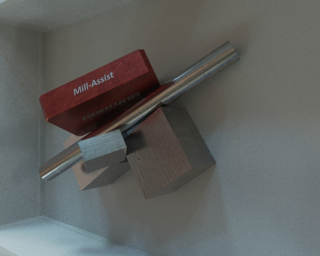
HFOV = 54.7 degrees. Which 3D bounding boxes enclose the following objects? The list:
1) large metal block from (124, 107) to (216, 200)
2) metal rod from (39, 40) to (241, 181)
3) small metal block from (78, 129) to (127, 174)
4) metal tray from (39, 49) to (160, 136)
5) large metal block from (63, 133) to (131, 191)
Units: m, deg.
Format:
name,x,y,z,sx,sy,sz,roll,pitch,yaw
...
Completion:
name,x,y,z,sx,sy,sz,roll,pitch,yaw
large metal block,0.008,0.030,0.381,0.080,0.050,0.080,-41,66,32
metal rod,-0.039,-0.011,0.387,0.300,0.025,0.025,-32,70,19
small metal block,-0.070,0.029,0.381,0.050,0.050,0.025,110,138,-64
metal tray,-0.064,-0.038,0.379,0.130,0.090,0.030,-25,73,3
large metal block,-0.089,0.035,0.457,0.080,0.050,0.080,-41,66,32
